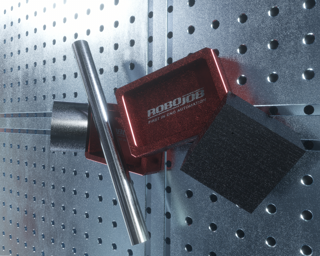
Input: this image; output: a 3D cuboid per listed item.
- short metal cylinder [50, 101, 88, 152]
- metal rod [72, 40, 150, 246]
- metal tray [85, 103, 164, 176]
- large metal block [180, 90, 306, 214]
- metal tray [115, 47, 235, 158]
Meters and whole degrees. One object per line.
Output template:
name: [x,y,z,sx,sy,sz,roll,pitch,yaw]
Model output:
short metal cylinder: [-0.142,-0.002,0.487,0.080,0.050,0.080,-176,89,-75]
metal rod: [-0.073,0.009,0.430,0.025,0.025,0.299,-31,71,35]
metal tray: [-0.055,0.011,0.451,0.130,0.030,0.089,9,96,39]
large metal block: [0.078,0.022,0.305,0.080,0.050,0.080,32,114,2]
metal tray: [0.017,-0.026,0.367,0.130,0.030,0.090,-22,76,20]
